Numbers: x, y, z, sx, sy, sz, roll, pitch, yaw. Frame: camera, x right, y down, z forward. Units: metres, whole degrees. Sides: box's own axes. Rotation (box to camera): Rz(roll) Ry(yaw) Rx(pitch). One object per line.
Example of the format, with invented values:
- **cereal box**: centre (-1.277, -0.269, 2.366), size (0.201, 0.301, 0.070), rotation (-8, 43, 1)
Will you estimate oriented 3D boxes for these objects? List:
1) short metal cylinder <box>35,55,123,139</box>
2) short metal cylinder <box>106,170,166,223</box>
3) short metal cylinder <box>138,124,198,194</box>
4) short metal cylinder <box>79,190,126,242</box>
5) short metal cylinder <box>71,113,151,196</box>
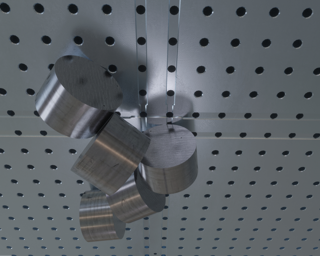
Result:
- **short metal cylinder**: centre (-0.089, -0.034, 0.345), size (0.080, 0.080, 0.050), rotation (29, 124, -23)
- **short metal cylinder**: centre (-0.035, 0.092, 0.454), size (0.050, 0.080, 0.080), rotation (-27, 125, 21)
- **short metal cylinder**: centre (0.009, 0.040, 0.410), size (0.080, 0.080, 0.050), rotation (-5, 130, 4)
- **short metal cylinder**: centre (-0.088, 0.137, 0.491), size (0.050, 0.080, 0.080), rotation (-7, 130, 6)
- **short metal cylinder**: centre (-0.055, 0.029, 0.350), size (0.050, 0.080, 0.080), rotation (37, 122, -11)
